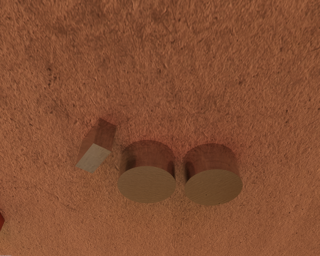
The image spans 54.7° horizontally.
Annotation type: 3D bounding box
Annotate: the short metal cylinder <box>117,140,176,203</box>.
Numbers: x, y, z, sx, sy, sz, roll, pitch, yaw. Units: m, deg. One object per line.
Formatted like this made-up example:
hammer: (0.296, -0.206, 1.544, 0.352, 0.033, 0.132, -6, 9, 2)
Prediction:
short metal cylinder: (-0.018, 0.063, 0.445, 0.081, 0.050, 0.079, 0, 130, 0)

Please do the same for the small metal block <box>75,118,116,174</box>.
small metal block: (-0.085, 0.023, 0.410, 0.025, 0.050, 0.050, 29, 124, -22)

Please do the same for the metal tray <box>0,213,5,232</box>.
metal tray: (-0.327, 0.132, 0.513, 0.091, 0.030, 0.129, 0, 130, 0)

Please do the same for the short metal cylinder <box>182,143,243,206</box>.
short metal cylinder: (0.074, 0.068, 0.450, 0.081, 0.050, 0.079, 0, 130, 0)
